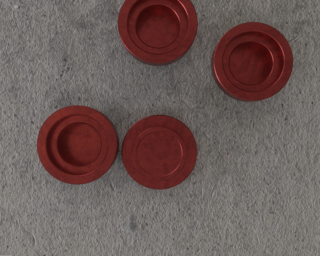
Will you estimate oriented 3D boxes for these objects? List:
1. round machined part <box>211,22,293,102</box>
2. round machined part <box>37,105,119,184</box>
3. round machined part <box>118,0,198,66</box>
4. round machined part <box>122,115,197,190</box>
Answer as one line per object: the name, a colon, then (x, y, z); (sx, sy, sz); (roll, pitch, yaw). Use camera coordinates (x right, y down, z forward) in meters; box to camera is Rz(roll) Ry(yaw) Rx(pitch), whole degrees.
round machined part: (0.115, -0.082, 0.402); (0.099, 0.042, 0.097); (0, 90, 0)
round machined part: (-0.102, 0.021, 0.401); (0.099, 0.042, 0.097); (0, 90, 0)
round machined part: (-0.003, -0.129, 0.401); (0.099, 0.042, 0.097); (0, 90, 0)
round machined part: (-0.001, 0.032, 0.401); (0.099, 0.042, 0.097); (0, 90, 0)
